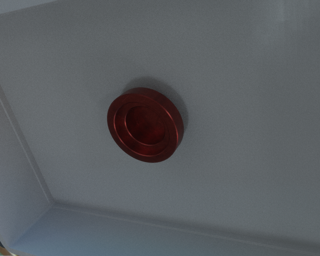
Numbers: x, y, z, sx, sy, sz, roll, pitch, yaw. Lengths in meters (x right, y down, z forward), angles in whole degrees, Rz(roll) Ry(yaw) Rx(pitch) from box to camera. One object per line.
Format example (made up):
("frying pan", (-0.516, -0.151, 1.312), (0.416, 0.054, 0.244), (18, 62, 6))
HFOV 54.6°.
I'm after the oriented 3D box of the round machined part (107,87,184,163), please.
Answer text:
("round machined part", (-0.015, -0.007, 0.398), (0.098, 0.042, 0.097), (13, 124, 21))
